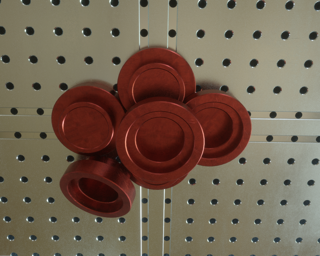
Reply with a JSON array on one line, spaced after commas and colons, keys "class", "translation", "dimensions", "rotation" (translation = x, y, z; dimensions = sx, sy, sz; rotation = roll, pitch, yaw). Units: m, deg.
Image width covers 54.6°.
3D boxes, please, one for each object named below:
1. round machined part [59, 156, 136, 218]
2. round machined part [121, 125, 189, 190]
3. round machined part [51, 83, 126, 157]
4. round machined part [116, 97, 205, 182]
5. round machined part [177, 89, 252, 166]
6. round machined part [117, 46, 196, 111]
[{"class": "round machined part", "translation": [-0.079, 0.075, 0.417], "dimensions": [0.098, 0.042, 0.097], "rotation": [9, 134, 10]}, {"class": "round machined part", "translation": [-0.004, 0.042, 0.419], "dimensions": [0.099, 0.042, 0.097], "rotation": [0, 110, 0]}, {"class": "round machined part", "translation": [-0.091, -0.006, 0.401], "dimensions": [0.099, 0.042, 0.097], "rotation": [0, 110, 0]}, {"class": "round machined part", "translation": [0.000, 0.010, 0.362], "dimensions": [0.099, 0.042, 0.097], "rotation": [0, 110, 0]}, {"class": "round machined part", "translation": [0.064, -0.003, 0.403], "dimensions": [0.099, 0.042, 0.097], "rotation": [0, 110, 0]}, {"class": "round machined part", "translation": [-0.004, -0.050, 0.386], "dimensions": [0.099, 0.042, 0.097], "rotation": [0, 110, 0]}]
